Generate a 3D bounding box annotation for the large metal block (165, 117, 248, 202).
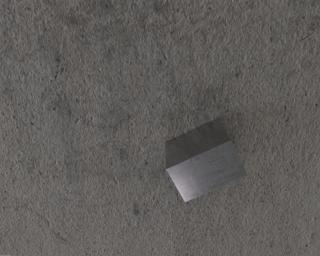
[{"bbox_3d":[0.054,0.037,0.394,0.080,0.080,0.050,-26,108,9],"label":"large metal block"}]
